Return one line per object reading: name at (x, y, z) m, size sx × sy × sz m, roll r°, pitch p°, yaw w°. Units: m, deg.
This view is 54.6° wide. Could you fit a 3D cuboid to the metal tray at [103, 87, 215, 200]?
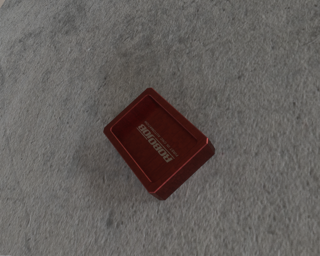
metal tray at (-0.006, 0.015, 0.395) m, size 0.090 × 0.030 × 0.130 m, roll -43°, pitch 51°, yaw -2°
